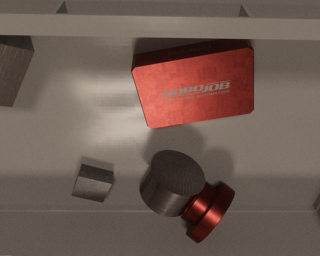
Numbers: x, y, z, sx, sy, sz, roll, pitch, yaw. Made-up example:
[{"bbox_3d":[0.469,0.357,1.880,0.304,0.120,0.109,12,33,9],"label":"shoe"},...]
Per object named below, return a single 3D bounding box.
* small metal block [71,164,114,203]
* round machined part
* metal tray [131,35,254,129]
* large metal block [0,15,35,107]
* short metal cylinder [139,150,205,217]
[{"bbox_3d":[-0.105,0.087,0.481,0.050,0.025,0.050,17,128,-15],"label":"small metal block"},{"bbox_3d":[0.068,0.123,0.477,0.042,0.099,0.097,37,126,8],"label":"round machined part"},{"bbox_3d":[0.041,-0.051,0.363,0.131,0.030,0.090,-9,130,7],"label":"metal tray"},{"bbox_3d":[-0.184,-0.070,0.310,0.081,0.050,0.080,5,136,-41],"label":"large metal block"},{"bbox_3d":[0.017,0.078,0.440,0.081,0.080,0.050,16,128,-13],"label":"short metal cylinder"}]
